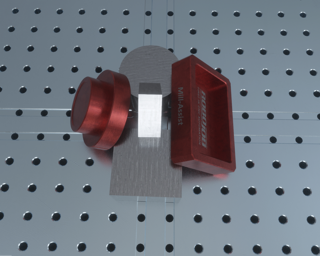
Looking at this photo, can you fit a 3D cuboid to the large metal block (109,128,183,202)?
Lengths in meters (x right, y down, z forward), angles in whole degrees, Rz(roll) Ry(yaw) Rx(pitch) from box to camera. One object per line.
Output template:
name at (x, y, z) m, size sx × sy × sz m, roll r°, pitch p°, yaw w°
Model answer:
large metal block at (-0.015, 0.047, 0.381) m, size 0.080 × 0.050 × 0.080 m, roll 2°, pitch 70°, yaw 1°

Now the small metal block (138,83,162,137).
small metal block at (-0.012, -0.022, 0.361) m, size 0.025 × 0.050 × 0.050 m, roll 1°, pitch 112°, yaw -3°

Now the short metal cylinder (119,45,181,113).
short metal cylinder at (-0.012, -0.064, 0.421) m, size 0.081 × 0.050 × 0.080 m, roll 0°, pitch 70°, yaw 0°

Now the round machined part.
round machined part at (-0.077, -0.024, 0.377) m, size 0.042 × 0.098 × 0.098 m, roll 14°, pitch 67°, yaw -31°

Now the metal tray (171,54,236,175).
metal tray at (0.055, -0.014, 0.384) m, size 0.030 × 0.090 × 0.130 m, roll -17°, pitch 63°, yaw 40°
